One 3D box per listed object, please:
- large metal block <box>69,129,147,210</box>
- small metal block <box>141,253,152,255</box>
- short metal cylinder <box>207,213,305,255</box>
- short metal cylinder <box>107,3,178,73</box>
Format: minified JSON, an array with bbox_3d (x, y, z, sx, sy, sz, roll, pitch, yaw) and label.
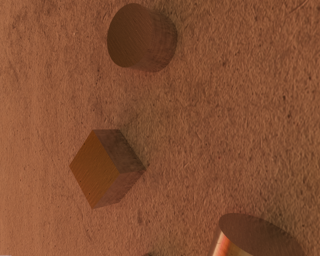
[{"bbox_3d":[-0.079,0.058,0.454,0.080,0.050,0.080,-52,60,27],"label":"large metal block"},{"bbox_3d":[-0.011,0.206,0.414,0.050,0.025,0.050,17,101,38],"label":"small metal block"},{"bbox_3d":[0.088,0.125,0.297,0.080,0.081,0.050,25,106,37],"label":"short metal cylinder"},{"bbox_3d":[-0.024,-0.116,0.409,0.080,0.050,0.079,0,90,40],"label":"short metal cylinder"}]
